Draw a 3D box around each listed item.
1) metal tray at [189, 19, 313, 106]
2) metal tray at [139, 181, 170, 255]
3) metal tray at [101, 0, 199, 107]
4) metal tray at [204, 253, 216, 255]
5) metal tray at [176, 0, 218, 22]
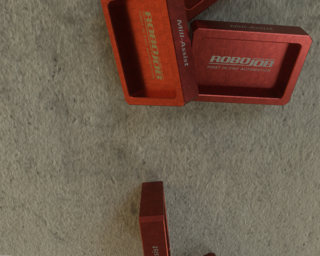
[{"bbox_3d":[0.096,-0.074,0.365,0.131,0.030,0.089,2,127,-4],"label":"metal tray"},{"bbox_3d":[-0.004,0.152,0.431,0.030,0.090,0.129,-5,110,2],"label":"metal tray"},{"bbox_3d":[-0.011,-0.091,0.347,0.090,0.030,0.129,5,116,39],"label":"metal tray"},{"bbox_3d":[0.055,0.271,0.507,0.130,0.030,0.090,-32,107,10],"label":"metal tray"},{"bbox_3d":[0.055,-0.191,0.337,0.130,0.030,0.090,-34,107,11],"label":"metal tray"}]
